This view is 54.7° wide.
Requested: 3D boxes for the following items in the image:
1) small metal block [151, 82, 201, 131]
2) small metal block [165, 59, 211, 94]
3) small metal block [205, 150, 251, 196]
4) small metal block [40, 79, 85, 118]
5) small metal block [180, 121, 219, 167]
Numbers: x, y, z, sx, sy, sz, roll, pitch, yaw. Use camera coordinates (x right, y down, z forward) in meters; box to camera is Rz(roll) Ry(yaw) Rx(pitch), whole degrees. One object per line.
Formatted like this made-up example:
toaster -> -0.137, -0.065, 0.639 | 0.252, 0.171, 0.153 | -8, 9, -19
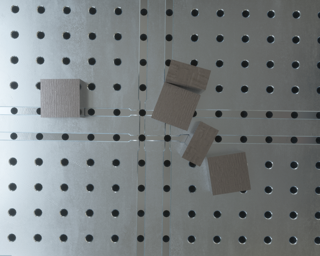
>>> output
small metal block -> 0.021, -0.028, 0.414 | 0.050, 0.025, 0.050 | 21, 90, -1
small metal block -> 0.035, -0.065, 0.401 | 0.050, 0.050, 0.025 | 16, 90, -1
small metal block -> 0.090, 0.059, 0.415 | 0.050, 0.025, 0.050 | -9, 90, -1
small metal block -> -0.129, -0.039, 0.412 | 0.050, 0.025, 0.050 | 0, 90, -1
small metal block -> 0.049, 0.019, 0.402 | 0.025, 0.050, 0.050 | 28, 90, 0
